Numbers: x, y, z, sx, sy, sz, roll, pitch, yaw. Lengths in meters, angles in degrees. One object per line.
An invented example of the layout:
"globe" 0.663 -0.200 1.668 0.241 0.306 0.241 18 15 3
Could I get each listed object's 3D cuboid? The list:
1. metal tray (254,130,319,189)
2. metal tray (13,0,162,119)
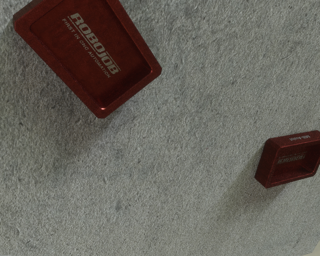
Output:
"metal tray" 0.244 0.057 0.571 0.131 0.030 0.089 -7 122 -25
"metal tray" -0.067 -0.082 0.316 0.090 0.030 0.130 -39 129 -2
